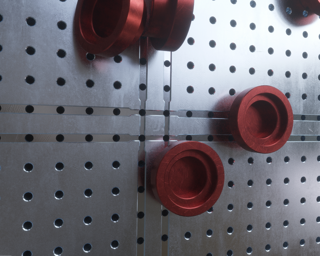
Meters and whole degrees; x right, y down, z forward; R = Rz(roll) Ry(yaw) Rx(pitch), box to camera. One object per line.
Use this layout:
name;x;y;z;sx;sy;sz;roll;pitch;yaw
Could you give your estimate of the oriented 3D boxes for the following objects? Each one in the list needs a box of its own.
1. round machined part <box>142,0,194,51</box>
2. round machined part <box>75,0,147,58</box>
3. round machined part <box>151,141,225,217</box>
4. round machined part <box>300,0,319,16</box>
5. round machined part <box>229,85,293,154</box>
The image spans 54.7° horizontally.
round machined part;0.001;-0.144;0.375;0.042;0.098;0.097;0;90;-21
round machined part;-0.054;-0.131;0.361;0.042;0.098;0.097;4;89;-49
round machined part;0.034;0.065;0.417;0.099;0.042;0.097;0;90;-21
round machined part;0.266;-0.228;0.504;0.099;0.042;0.097;0;90;-21
round machined part;0.144;-0.012;0.458;0.099;0.042;0.097;0;90;-21
